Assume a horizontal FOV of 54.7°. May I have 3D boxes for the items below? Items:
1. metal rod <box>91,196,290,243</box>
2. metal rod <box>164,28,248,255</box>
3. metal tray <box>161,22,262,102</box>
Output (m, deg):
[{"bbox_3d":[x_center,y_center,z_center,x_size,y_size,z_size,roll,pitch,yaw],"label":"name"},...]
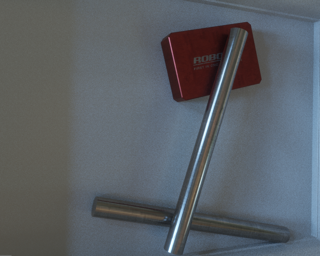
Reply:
[{"bbox_3d":[0.057,0.132,0.433,0.302,0.025,0.025,14,85,-20],"label":"metal rod"},{"bbox_3d":[0.061,0.013,0.403,0.025,0.025,0.299,19,85,-20],"label":"metal rod"},{"bbox_3d":[0.074,-0.094,0.437,0.131,0.030,0.089,-15,95,-20],"label":"metal tray"}]
